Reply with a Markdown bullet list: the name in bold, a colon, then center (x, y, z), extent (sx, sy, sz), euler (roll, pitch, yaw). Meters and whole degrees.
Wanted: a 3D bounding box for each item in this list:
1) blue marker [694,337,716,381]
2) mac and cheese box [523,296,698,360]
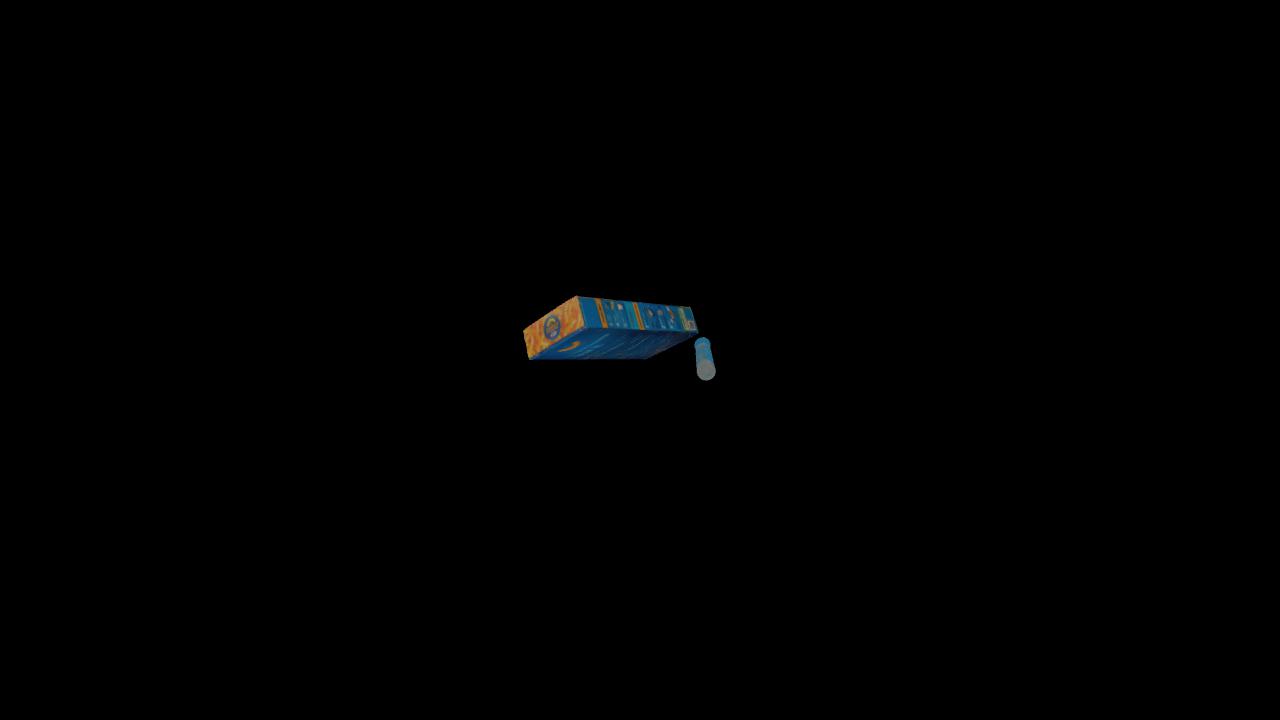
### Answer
- **blue marker**: center (0.069, -0.004, 0.667), extent (0.020, 0.020, 0.121), euler (0, 15, 4)
- **mac and cheese box**: center (-0.027, -0.031, 0.683), extent (0.093, 0.041, 0.184), euler (-25, -16, 38)
